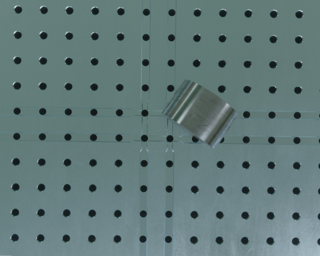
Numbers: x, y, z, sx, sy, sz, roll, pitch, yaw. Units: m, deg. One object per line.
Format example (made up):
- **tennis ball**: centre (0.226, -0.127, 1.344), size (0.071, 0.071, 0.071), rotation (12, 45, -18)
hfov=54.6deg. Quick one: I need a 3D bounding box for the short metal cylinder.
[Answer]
- **short metal cylinder**: centre (0.049, -0.016, 0.386), size (0.080, 0.080, 0.050), rotation (35, 90, 0)
